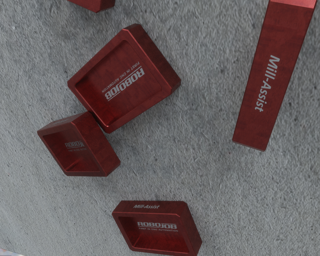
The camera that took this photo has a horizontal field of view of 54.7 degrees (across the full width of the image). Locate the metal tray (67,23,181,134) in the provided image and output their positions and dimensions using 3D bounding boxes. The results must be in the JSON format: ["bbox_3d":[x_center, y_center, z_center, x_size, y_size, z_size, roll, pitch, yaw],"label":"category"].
[{"bbox_3d":[-0.049,-0.057,0.394,0.130,0.030,0.090,-30,102,37],"label":"metal tray"}]

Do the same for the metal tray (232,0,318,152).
[{"bbox_3d":[0.102,-0.055,0.276,0.030,0.090,0.129,18,126,18],"label":"metal tray"}]

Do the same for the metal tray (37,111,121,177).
[{"bbox_3d":[-0.126,0.029,0.466,0.130,0.030,0.090,-9,115,48],"label":"metal tray"}]

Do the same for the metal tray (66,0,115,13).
[{"bbox_3d":[-0.084,-0.201,0.324,0.090,0.030,0.129,27,128,11],"label":"metal tray"}]

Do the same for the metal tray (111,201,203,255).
[{"bbox_3d":[-0.006,0.164,0.508,0.130,0.030,0.090,-8,115,31],"label":"metal tray"}]
